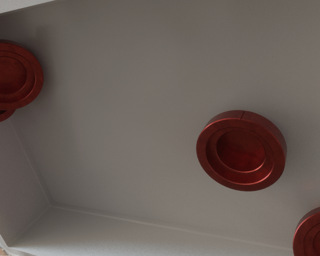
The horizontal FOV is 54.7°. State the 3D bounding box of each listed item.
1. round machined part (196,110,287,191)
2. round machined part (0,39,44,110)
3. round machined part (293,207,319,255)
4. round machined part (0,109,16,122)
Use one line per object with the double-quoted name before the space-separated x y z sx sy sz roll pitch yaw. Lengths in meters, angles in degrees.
"round machined part" 0.096 0.022 0.361 0.098 0.042 0.097 13 124 21
"round machined part" -0.222 -0.078 0.443 0.042 0.099 0.097 45 144 51
"round machined part" 0.208 0.136 0.357 0.098 0.042 0.097 3 96 27
"round machined part" -0.271 -0.054 0.472 0.042 0.098 0.097 -5 116 32
